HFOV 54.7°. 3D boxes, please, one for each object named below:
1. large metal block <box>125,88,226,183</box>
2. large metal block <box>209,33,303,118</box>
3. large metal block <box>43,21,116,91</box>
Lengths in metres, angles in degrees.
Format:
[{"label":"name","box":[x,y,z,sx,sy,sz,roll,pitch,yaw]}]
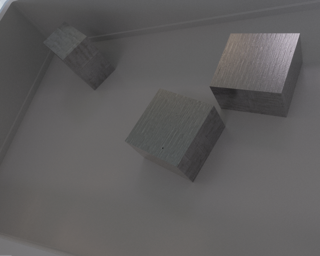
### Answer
[{"label":"large metal block","box":[0.019,0.007,0.375,0.080,0.050,0.080,23,74,36]},{"label":"large metal block","box":[0.116,-0.064,0.368,0.080,0.050,0.080,11,67,33]},{"label":"large metal block","box":[-0.133,-0.119,0.514,0.050,0.080,0.080,-47,51,-4]}]
